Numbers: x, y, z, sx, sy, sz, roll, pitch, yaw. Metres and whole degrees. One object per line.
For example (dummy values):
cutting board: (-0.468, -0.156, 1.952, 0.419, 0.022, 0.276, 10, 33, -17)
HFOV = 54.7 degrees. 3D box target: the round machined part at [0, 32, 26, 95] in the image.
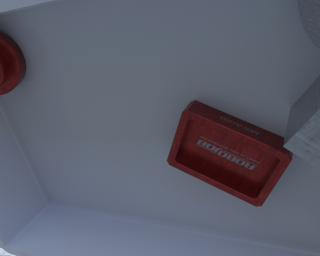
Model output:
round machined part: (-0.253, -0.092, 0.449, 0.099, 0.042, 0.097, 0, 118, 1)

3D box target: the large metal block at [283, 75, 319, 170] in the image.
large metal block: (0.161, -0.016, 0.278, 0.050, 0.080, 0.079, 34, 129, 6)

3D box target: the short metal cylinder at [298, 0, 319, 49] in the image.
short metal cylinder: (0.147, -0.099, 0.225, 0.050, 0.080, 0.080, -17, 115, -5)

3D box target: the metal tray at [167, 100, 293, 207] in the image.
metal tray: (0.081, 0.032, 0.381, 0.130, 0.030, 0.089, 25, 127, 12)
